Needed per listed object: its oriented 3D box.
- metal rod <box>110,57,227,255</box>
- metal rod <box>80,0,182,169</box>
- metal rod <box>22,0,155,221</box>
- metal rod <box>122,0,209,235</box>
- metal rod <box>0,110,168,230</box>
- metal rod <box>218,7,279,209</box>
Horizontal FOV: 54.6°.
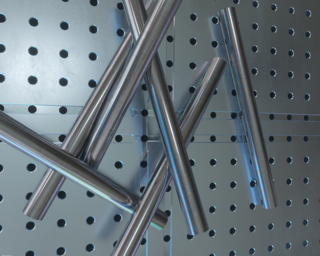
[{"bbox_3d":[0.017,0.032,0.396,0.025,0.025,0.300,34,71,-17],"label":"metal rod"},{"bbox_3d":[-0.020,-0.081,0.349,0.025,0.025,0.299,24,103,-19],"label":"metal rod"},{"bbox_3d":[-0.078,-0.029,0.383,0.025,0.025,0.300,31,80,-17],"label":"metal rod"},{"bbox_3d":[0.004,-0.022,0.371,0.025,0.025,0.299,-15,87,-19],"label":"metal rod"},{"bbox_3d":[-0.104,0.041,0.346,0.301,0.025,0.025,38,78,-27],"label":"metal rod"},{"bbox_3d":[0.132,-0.026,0.460,0.025,0.025,0.299,-16,96,-19],"label":"metal rod"}]
